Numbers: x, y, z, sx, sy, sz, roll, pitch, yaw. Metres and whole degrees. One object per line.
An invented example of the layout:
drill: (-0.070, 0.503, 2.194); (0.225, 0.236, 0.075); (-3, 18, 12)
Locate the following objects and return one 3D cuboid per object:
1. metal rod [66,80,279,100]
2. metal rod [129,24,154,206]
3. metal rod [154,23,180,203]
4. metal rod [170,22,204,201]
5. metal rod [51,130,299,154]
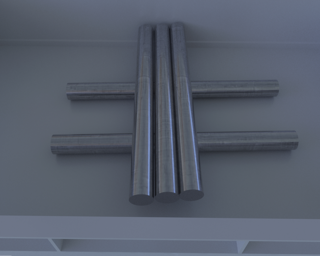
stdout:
metal rod: (0.019, -0.056, 0.450); (0.302, 0.025, 0.025); (-1, 50, -1)
metal rod: (-0.021, -0.043, 0.405); (0.025, 0.025, 0.300); (-1, 50, -1)
metal rod: (0.005, -0.045, 0.407); (0.025, 0.025, 0.300); (-1, 50, -1)
metal rod: (0.030, -0.047, 0.409); (0.025, 0.025, 0.300); (-1, 50, -1)
metal rod: (0.019, 0.018, 0.389); (0.302, 0.025, 0.025); (-1, 50, -1)
